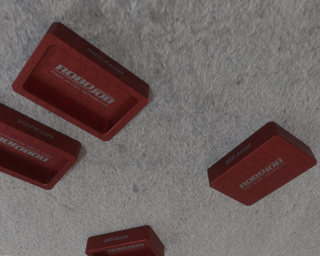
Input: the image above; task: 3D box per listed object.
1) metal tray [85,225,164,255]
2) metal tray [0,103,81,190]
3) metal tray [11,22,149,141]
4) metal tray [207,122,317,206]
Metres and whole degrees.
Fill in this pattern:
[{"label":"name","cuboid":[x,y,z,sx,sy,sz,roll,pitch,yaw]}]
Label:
[{"label":"metal tray","cuboid":[-0.066,0.238,0.605,0.130,0.030,0.090,-16,129,12]},{"label":"metal tray","cuboid":[-0.189,0.029,0.425,0.131,0.030,0.090,30,124,-24]},{"label":"metal tray","cuboid":[-0.089,-0.047,0.362,0.130,0.030,0.090,33,123,-25]},{"label":"metal tray","cuboid":[0.146,0.058,0.456,0.090,0.030,0.129,30,124,-24]}]
